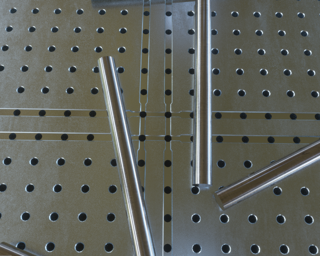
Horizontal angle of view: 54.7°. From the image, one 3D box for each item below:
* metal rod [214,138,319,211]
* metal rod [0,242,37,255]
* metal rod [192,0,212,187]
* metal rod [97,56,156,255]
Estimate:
[{"bbox_3d":[0.208,0.028,0.403,0.302,0.025,0.025,-24,72,-9],"label":"metal rod"},{"bbox_3d":[-0.046,0.194,0.340,0.301,0.025,0.025,20,71,6],"label":"metal rod"},{"bbox_3d":[0.061,-0.069,0.437,0.025,0.025,0.299,3,70,1],"label":"metal rod"},{"bbox_3d":[-0.044,0.041,0.396,0.025,0.025,0.299,-12,71,-5],"label":"metal rod"}]
